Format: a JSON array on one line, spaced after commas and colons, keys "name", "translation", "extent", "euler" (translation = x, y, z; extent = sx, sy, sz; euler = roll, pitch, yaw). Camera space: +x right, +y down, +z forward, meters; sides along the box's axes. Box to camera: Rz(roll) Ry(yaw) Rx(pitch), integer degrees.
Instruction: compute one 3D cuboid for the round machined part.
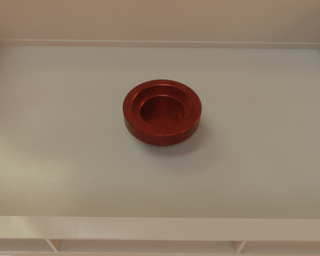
[{"name": "round machined part", "translation": [0.003, -0.015, 0.402], "extent": [0.099, 0.042, 0.098], "euler": [0, 50, 0]}]
